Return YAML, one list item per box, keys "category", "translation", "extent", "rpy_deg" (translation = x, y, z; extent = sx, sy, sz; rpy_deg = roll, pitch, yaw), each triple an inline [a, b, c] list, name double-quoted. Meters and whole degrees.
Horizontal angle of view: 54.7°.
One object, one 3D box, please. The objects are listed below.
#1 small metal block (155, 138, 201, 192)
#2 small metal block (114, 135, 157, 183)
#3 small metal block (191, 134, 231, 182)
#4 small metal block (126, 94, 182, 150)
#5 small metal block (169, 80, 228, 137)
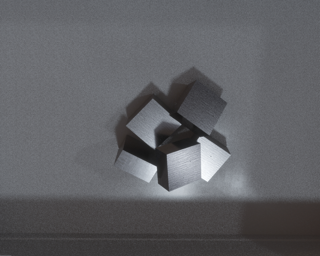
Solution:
- category: "small metal block"
  translation: [0.024, 0.045, 0.388]
  extent: [0.050, 0.025, 0.050]
  rpy_deg: [-16, 113, -29]
- category: "small metal block"
  translation: [-0.030, 0.040, 0.410]
  extent: [0.050, 0.050, 0.025]
  rpy_deg: [28, 108, -10]
- category: "small metal block"
  translation: [0.059, 0.037, 0.424]
  extent: [0.050, 0.025, 0.050]
  rpy_deg: [34, 106, -12]
- category: "small metal block"
  translation: [-0.008, -0.008, 0.406]
  extent: [0.050, 0.025, 0.050]
  rpy_deg: [42, 104, -14]
- category: "small metal block"
  translation: [0.049, -0.024, 0.390]
  extent: [0.050, 0.025, 0.050]
  rpy_deg: [35, 73, -13]
